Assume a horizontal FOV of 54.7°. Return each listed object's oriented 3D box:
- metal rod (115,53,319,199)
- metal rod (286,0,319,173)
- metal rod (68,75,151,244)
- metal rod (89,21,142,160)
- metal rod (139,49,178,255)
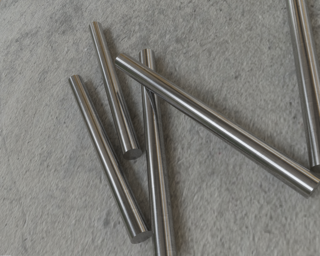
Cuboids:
[{"bbox_3d":[0.046,-0.020,0.371,0.300,0.025,0.025,38,83,32],"label":"metal rod"},{"bbox_3d":[0.172,-0.091,0.369,0.025,0.025,0.299,-8,58,24],"label":"metal rod"},{"bbox_3d":[-0.082,0.020,0.432,0.025,0.025,0.300,-35,51,5],"label":"metal rod"},{"bbox_3d":[-0.078,-0.077,0.490,0.025,0.025,0.299,-29,52,10],"label":"metal rod"},{"bbox_3d":[-0.007,0.010,0.400,0.025,0.025,0.299,-18,55,17],"label":"metal rod"}]
